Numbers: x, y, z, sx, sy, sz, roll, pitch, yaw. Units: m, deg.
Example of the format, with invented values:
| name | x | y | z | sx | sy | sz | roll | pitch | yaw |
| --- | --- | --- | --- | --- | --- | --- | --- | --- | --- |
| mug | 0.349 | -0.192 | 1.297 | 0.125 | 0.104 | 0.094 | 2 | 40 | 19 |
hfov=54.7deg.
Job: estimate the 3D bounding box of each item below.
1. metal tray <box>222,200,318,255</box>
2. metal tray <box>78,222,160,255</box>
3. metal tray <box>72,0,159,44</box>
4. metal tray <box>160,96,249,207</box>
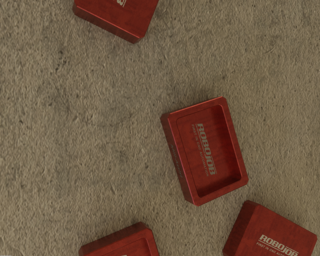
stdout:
| name | x | y | z | sx | sy | sz | roll | pitch | yaw |
| --- | --- | --- | --- | --- | --- | --- | --- | --- | --- |
| metal tray | 0.169 | 0.177 | 0.469 | 0.131 | 0.030 | 0.090 | 30 | 80 | -18 |
| metal tray | -0.039 | 0.198 | 0.391 | 0.091 | 0.030 | 0.129 | -18 | 96 | -19 |
| metal tray | -0.043 | -0.185 | 0.390 | 0.091 | 0.030 | 0.130 | 23 | 82 | -19 |
| metal tray | 0.063 | 0.030 | 0.429 | 0.091 | 0.030 | 0.129 | -19 | 97 | -19 |
